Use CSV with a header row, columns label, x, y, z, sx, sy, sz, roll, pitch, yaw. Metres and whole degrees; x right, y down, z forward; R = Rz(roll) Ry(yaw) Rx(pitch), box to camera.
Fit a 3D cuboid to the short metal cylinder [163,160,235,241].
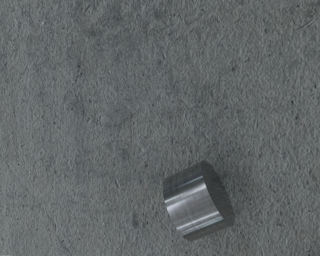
label,x,y,z,sx,sy,sz,roll,pitch,yaw
short metal cylinder,0.046,0.085,0.363,0.050,0.080,0.080,-28,81,18
